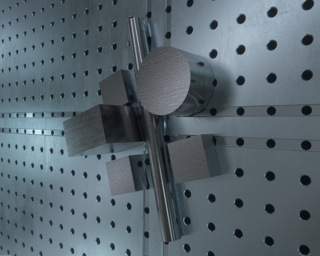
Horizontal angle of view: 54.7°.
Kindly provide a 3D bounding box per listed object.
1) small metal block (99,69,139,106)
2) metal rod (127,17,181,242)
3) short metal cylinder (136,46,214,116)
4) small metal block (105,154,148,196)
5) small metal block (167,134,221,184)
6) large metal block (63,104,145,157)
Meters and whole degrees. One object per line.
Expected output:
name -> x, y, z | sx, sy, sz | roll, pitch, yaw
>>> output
small metal block -> -0.060, -0.052, 0.456 | 0.050, 0.025, 0.050 | -22, 76, 37
metal rod -> -0.010, -0.004, 0.415 | 0.025, 0.025, 0.298 | -16, 80, 38
short metal cylinder -> 0.018, -0.055, 0.376 | 0.080, 0.050, 0.079 | 0, 90, 39
small metal block -> -0.049, 0.068, 0.447 | 0.050, 0.025, 0.050 | -20, 78, 38
small metal block -> 0.041, 0.037, 0.374 | 0.050, 0.025, 0.050 | -19, 78, 38
large metal block -> -0.074, 0.005, 0.430 | 0.080, 0.081, 0.050 | -19, 78, 38
